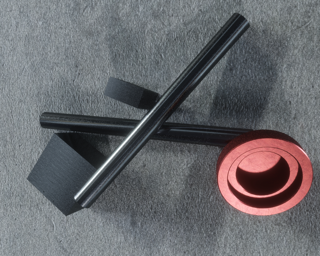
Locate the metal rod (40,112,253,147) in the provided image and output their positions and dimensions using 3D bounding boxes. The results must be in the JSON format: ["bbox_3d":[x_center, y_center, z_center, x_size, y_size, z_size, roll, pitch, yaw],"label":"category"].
[{"bbox_3d":[-0.031,0.001,0.419,0.301,0.025,0.025,5,92,19],"label":"metal rod"}]

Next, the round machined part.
[{"bbox_3d":[0.113,0.046,0.347,0.099,0.042,0.097,2,114,6],"label":"round machined part"}]

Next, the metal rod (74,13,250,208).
[{"bbox_3d":[0.000,-0.019,0.384,0.025,0.025,0.300,42,94,15],"label":"metal rod"}]

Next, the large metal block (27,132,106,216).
[{"bbox_3d":[-0.126,0.062,0.438,0.080,0.050,0.080,37,102,16],"label":"large metal block"}]

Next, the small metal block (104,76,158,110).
[{"bbox_3d":[-0.037,-0.045,0.408,0.050,0.050,0.025,22,98,18],"label":"small metal block"}]
